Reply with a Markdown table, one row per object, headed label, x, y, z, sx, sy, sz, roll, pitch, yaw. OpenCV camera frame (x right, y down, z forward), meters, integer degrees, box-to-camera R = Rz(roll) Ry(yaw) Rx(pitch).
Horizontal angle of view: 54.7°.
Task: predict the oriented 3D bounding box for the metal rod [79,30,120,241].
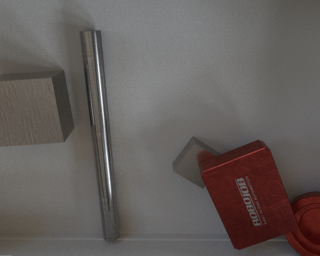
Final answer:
| label | x | y | z | sx | sy | sz | roll | pitch | yaw |
| --- | --- | --- | --- | --- | --- | --- | --- | --- | --- |
| metal rod | -0.078 | 0.024 | 0.419 | 0.025 | 0.025 | 0.298 | -2 | 110 | 0 |

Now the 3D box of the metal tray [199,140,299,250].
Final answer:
| label | x | y | z | sx | sy | sz | roll | pitch | yaw |
| --- | --- | --- | --- | --- | --- | --- | --- | --- | --- |
| metal tray | 0.118 | 0.091 | 0.413 | 0.090 | 0.030 | 0.129 | -23 | 106 | 8 |

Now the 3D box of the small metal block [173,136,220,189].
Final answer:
| label | x | y | z | sx | sy | sz | roll | pitch | yaw |
| --- | --- | --- | --- | --- | --- | --- | --- | --- | --- |
| small metal block | 0.053 | 0.048 | 0.430 | 0.050 | 0.025 | 0.050 | 32 | 107 | -11 |

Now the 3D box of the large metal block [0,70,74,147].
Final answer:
| label | x | y | z | sx | sy | sz | roll | pitch | yaw |
| --- | --- | --- | --- | --- | --- | --- | --- | --- | --- |
| large metal block | -0.160 | -0.025 | 0.386 | 0.081 | 0.050 | 0.079 | -4 | 110 | 1 |

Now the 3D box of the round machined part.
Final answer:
| label | x | y | z | sx | sy | sz | roll | pitch | yaw |
| --- | --- | --- | --- | --- | --- | --- | --- | --- | --- |
| round machined part | 0.230 | 0.138 | 0.442 | 0.098 | 0.042 | 0.097 | 4 | 99 | 28 |
